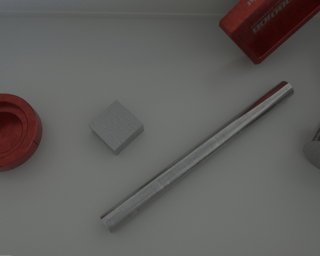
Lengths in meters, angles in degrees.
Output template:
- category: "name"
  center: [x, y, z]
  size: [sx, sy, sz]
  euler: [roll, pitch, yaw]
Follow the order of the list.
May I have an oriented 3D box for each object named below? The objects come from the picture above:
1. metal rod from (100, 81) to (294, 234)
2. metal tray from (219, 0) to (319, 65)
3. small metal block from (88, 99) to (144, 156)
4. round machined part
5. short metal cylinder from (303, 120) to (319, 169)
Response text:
- category: "metal rod"
  center: [0.056, 0.030, 0.399]
  size: [0.301, 0.025, 0.025]
  euler: [-35, 74, -12]
- category: "metal tray"
  center: [0.151, -0.153, 0.401]
  size: [0.130, 0.090, 0.030]
  euler: [-43, 52, 20]
- category: "small metal block"
  center: [-0.057, -0.001, 0.409]
  size: [0.050, 0.025, 0.050]
  euler: [43, 75, 13]
- category: "round machined part"
  center: [-0.199, 0.009, 0.395]
  size: [0.099, 0.042, 0.098]
  euler: [0, 70, -1]
- category: "short metal cylinder"
  center: [0.225, 0.023, 0.375]
  size: [0.080, 0.080, 0.050]
  euler: [36, 74, 11]
